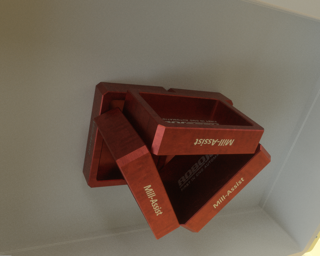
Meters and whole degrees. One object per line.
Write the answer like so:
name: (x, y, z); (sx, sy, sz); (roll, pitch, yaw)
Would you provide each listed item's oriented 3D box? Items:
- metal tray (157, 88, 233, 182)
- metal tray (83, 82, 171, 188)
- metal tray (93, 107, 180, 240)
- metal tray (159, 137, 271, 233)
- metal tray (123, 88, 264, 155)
metal tray: (0.040, 0.013, 0.433); (0.091, 0.030, 0.129); (1, 117, -29)
metal tray: (-0.041, 0.011, 0.389); (0.091, 0.030, 0.129); (1, 117, -28)
metal tray: (-0.025, 0.051, 0.343); (0.030, 0.090, 0.129); (-28, 128, -10)
metal tray: (0.060, 0.053, 0.390); (0.130, 0.090, 0.030); (-46, 129, 4)
metal tray: (0.035, -0.008, 0.339); (0.131, 0.090, 0.030); (2, 118, -29)
